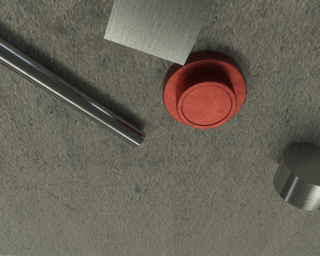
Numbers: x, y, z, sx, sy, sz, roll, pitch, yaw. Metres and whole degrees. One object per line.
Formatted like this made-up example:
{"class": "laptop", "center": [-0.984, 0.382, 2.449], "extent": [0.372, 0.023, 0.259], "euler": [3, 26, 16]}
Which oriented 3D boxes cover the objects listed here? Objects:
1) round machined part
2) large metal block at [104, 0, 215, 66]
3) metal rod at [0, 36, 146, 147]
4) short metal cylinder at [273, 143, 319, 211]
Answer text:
{"class": "round machined part", "center": [0.053, -0.037, 0.365], "extent": [0.099, 0.042, 0.097], "euler": [0, 130, 0]}
{"class": "large metal block", "center": [0.000, -0.117, 0.291], "extent": [0.081, 0.050, 0.079], "euler": [16, 128, -14]}
{"class": "metal rod", "center": [-0.139, -0.061, 0.353], "extent": [0.301, 0.025, 0.025], "euler": [35, 122, -26]}
{"class": "short metal cylinder", "center": [0.205, 0.066, 0.429], "extent": [0.081, 0.080, 0.050], "euler": [2, 130, -2]}
